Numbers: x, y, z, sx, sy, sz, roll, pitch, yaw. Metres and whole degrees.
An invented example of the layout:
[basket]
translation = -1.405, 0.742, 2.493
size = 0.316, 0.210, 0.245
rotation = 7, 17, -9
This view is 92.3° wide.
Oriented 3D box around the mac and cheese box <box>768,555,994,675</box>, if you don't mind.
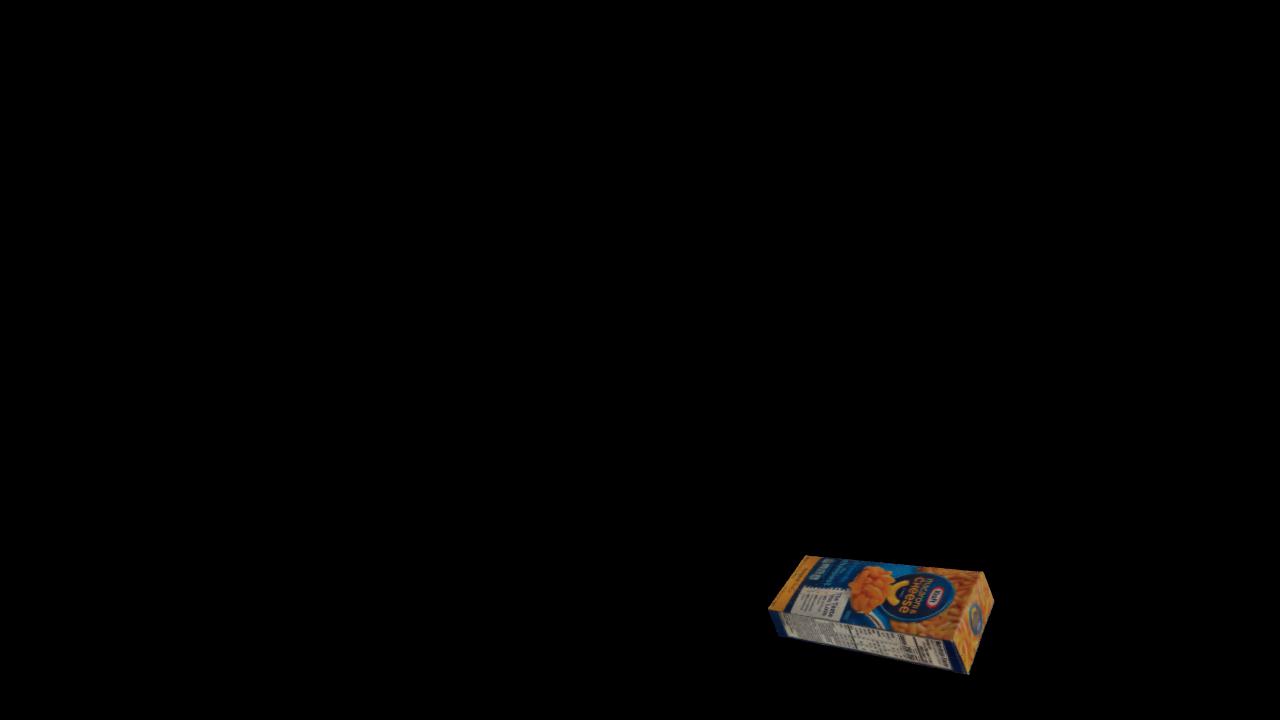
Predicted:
[mac and cheese box]
translation = 0.223, 0.235, 0.587
size = 0.184, 0.041, 0.093
rotation = -13, 13, 46
